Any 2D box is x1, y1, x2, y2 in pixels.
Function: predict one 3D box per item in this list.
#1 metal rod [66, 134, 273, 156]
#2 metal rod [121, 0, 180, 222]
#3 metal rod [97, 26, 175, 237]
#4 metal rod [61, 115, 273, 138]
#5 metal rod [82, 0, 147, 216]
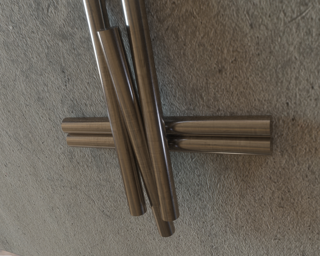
[{"bbox_3d":[-0.006,0.019,0.423,0.300,0.025,0.025,0,119,27],"label":"metal rod"},{"bbox_3d":[-0.010,-0.021,0.371,0.025,0.025,0.298,0,111,28],"label":"metal rod"},{"bbox_3d":[-0.023,0.023,0.400,0.025,0.025,0.298,0,118,28],"label":"metal rod"},{"bbox_3d":[-0.010,-0.003,0.411,0.300,0.025,0.025,0,119,27],"label":"metal rod"},{"bbox_3d":[-0.054,-0.021,0.395,0.025,0.025,0.298,0,111,28],"label":"metal rod"}]
